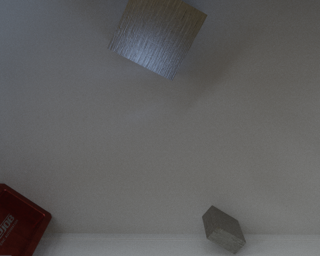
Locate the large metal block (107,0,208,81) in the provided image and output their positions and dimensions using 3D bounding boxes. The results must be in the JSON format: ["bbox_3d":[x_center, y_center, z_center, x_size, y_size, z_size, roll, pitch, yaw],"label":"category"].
[{"bbox_3d":[-0.004,-0.112,0.357,0.080,0.050,0.080,26,108,-10],"label":"large metal block"}]

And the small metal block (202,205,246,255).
[{"bbox_3d":[0.093,0.148,0.454,0.050,0.050,0.025,32,107,-12],"label":"small metal block"}]

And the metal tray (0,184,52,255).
[{"bbox_3d":[-0.206,0.138,0.403,0.090,0.130,0.030,39,105,-13],"label":"metal tray"}]
